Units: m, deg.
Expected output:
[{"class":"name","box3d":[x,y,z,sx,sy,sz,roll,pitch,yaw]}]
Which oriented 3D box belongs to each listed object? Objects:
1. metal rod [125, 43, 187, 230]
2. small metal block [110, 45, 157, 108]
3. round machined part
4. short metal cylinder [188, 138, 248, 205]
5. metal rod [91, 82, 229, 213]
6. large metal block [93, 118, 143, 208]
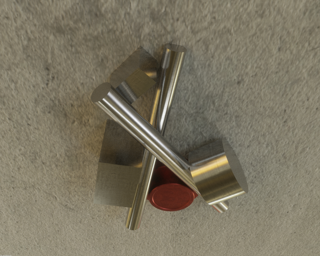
[{"class":"metal rod","box3d":[-0.014,0.034,0.417,0.025,0.025,0.298,9,124,-8]},{"class":"small metal block","box3d":[-0.030,-0.056,0.344,0.050,0.050,0.025,-37,121,27]},{"class":"round machined part","box3d":[0.017,0.092,0.477,0.099,0.042,0.097,-1,130,0]},{"class":"short metal cylinder","box3d":[0.080,0.059,0.425,0.050,0.080,0.080,-26,126,20]},{"class":"metal rod","box3d":[0.021,0.045,0.402,0.025,0.025,0.300,-26,135,20]},{"class":"large metal block","box3d":[-0.054,0.046,0.412,0.050,0.080,0.079,9,130,-8]}]
